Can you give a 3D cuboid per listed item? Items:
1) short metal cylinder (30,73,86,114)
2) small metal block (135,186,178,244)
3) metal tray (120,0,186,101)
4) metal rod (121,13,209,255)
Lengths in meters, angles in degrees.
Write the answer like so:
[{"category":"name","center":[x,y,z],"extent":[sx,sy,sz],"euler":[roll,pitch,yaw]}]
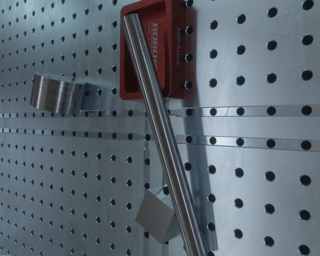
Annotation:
[{"category":"short metal cylinder","center":[-0.167,-0.058,0.508],"extent":[0.080,0.081,0.050],"euler":[22,104,37]},{"category":"small metal block","center":[0.000,0.113,0.407],"extent":[0.050,0.025,0.050],"euler":[32,110,35]},{"category":"metal tray","center":[-0.012,-0.103,0.413],"extent":[0.090,0.030,0.129],"euler":[1,91,39]},{"category":"metal rod","center":[0.005,0.010,0.373],"extent":[0.025,0.025,0.298],"euler":[-17,89,38]}]
